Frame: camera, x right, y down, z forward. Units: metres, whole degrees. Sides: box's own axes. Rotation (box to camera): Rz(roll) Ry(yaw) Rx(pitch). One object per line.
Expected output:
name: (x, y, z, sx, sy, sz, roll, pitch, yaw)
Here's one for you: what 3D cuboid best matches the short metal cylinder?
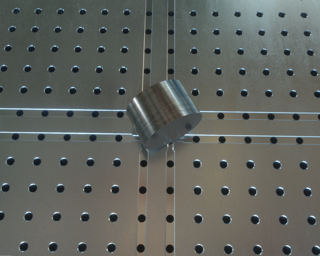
short metal cylinder: (0.005, -0.016, 0.388, 0.080, 0.080, 0.050, -27, 72, -9)
